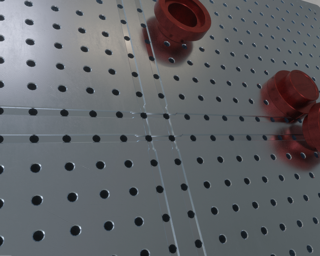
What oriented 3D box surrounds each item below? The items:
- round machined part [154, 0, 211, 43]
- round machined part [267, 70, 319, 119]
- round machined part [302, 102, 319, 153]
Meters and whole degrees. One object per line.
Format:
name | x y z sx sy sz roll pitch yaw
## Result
round machined part | 0.034 -0.185 0.528 0.099 0.042 0.098 13 56 -21
round machined part | 0.252 -0.068 0.574 0.099 0.042 0.098 14 56 -21
round machined part | 0.287 0.003 0.538 0.099 0.042 0.098 7 75 -29
